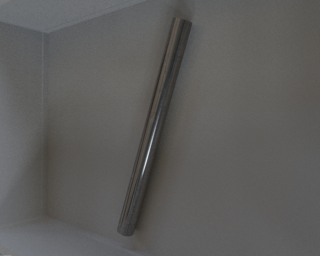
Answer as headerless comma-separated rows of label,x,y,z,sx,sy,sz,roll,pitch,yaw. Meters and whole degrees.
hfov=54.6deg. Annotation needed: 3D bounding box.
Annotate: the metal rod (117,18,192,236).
metal rod,-0.011,0.008,0.414,0.025,0.025,0.298,25,106,37
